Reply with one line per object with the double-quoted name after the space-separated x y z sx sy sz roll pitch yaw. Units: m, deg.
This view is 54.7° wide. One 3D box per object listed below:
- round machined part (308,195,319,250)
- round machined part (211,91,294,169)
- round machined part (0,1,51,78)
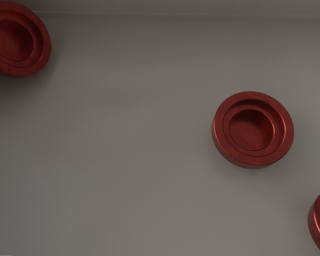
0.217 0.118 0.347 0.099 0.042 0.098 0 47 0 "round machined part"
0.115 0.005 0.399 0.099 0.042 0.098 0 70 0 "round machined part"
-0.205 -0.117 0.423 0.042 0.098 0.098 -4 64 41 "round machined part"
